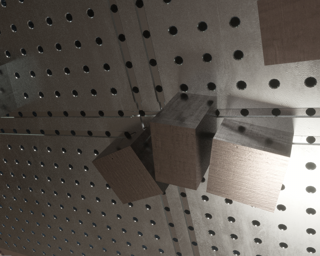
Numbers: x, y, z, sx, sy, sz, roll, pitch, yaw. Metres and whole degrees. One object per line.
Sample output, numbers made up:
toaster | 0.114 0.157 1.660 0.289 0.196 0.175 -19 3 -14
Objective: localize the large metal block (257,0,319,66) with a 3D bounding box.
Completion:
large metal block | 0.130 -0.092 0.250 0.080 0.080 0.050 -2 118 28

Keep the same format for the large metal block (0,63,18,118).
large metal block | -0.292 -0.064 0.506 0.080 0.050 0.079 13 124 20

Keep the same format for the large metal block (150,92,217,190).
large metal block | 0.032 0.012 0.366 0.050 0.080 0.079 9 122 23

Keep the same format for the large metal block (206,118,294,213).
large metal block | 0.104 0.042 0.366 0.080 0.050 0.079 14 124 20

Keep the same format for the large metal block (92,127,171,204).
large metal block | -0.036 0.056 0.447 0.080 0.050 0.080 -24 106 36
